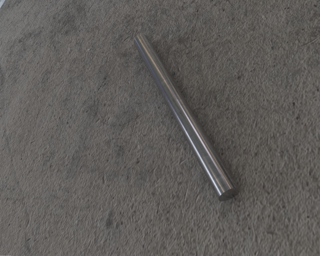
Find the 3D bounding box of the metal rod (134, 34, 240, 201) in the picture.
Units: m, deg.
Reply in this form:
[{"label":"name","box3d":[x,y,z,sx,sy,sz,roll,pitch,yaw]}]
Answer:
[{"label":"metal rod","box3d":[0.021,-0.037,0.416,0.025,0.025,0.300,-32,52,8]}]
